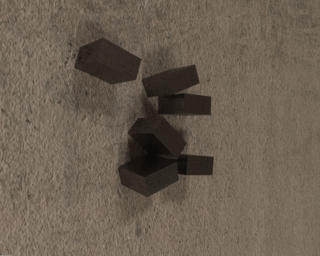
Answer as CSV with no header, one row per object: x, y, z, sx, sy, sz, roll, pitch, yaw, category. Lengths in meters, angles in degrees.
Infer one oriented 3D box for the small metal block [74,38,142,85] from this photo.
-0.058,-0.071,0.341,0.050,0.050,0.025,22,76,-38,small metal block

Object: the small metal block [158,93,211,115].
0.033,-0.030,0.418,0.050,0.050,0.025,1,89,-40,small metal block

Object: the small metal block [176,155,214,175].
0.037,0.049,0.422,0.050,0.050,0.025,7,86,-40,small metal block

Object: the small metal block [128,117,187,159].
-0.004,0.013,0.387,0.050,0.050,0.025,48,61,-30,small metal block

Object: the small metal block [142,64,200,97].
0.014,-0.061,0.402,0.050,0.050,0.025,-27,107,-37,small metal block

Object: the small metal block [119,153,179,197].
-0.014,0.055,0.377,0.050,0.050,0.025,-21,112,-38,small metal block
